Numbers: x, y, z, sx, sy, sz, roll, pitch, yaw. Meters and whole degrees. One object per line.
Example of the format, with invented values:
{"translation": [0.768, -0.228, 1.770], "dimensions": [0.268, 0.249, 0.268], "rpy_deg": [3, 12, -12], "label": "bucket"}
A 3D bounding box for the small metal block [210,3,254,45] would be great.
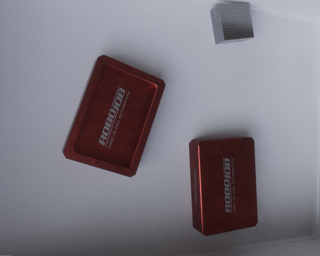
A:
{"translation": [0.105, -0.152, 0.450], "dimensions": [0.050, 0.025, 0.050], "rpy_deg": [-12, 95, -20], "label": "small metal block"}

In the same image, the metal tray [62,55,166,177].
{"translation": [-0.056, -0.013, 0.387], "dimensions": [0.091, 0.030, 0.129], "rpy_deg": [21, 83, -19], "label": "metal tray"}

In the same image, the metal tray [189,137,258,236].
{"translation": [0.091, 0.079, 0.443], "dimensions": [0.091, 0.030, 0.129], "rpy_deg": [-3, 91, -20], "label": "metal tray"}
